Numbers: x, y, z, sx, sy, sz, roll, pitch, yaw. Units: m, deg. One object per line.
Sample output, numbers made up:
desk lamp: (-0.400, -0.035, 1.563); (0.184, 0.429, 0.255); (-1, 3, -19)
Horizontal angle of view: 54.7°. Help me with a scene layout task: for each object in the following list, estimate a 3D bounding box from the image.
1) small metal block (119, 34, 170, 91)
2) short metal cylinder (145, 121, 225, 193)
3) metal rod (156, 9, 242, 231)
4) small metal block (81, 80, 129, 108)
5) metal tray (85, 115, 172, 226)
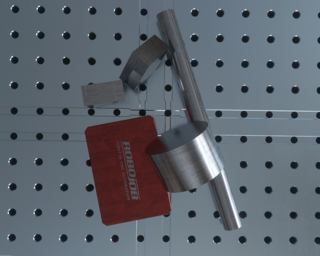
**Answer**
small metal block: (-0.020, -0.082, 0.390); (0.025, 0.050, 0.050); (40, 51, 0)
short metal cylinder: (0.030, 0.032, 0.367); (0.080, 0.080, 0.050); (-26, 103, 0)
metal rod: (0.052, -0.010, 0.414); (0.025, 0.025, 0.298); (-18, 90, 0)
small metal block: (-0.069, -0.043, 0.400); (0.050, 0.050, 0.025); (-9, 91, 0)
metal tray: (-0.041, 0.055, 0.410); (0.091, 0.030, 0.129); (-11, 90, -1)
